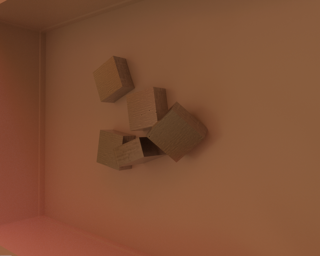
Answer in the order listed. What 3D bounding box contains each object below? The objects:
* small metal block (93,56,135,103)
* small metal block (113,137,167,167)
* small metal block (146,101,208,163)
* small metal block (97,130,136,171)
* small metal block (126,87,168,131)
[{"bbox_3d":[-0.070,-0.071,0.462,0.050,0.025,0.050,-29,72,36],"label":"small metal block"},{"bbox_3d":[-0.025,0.031,0.409,0.050,0.050,0.025,-24,75,37],"label":"small metal block"},{"bbox_3d":[0.020,0.005,0.374,0.050,0.025,0.050,41,120,-5],"label":"small metal block"},{"bbox_3d":[-0.065,0.031,0.458,0.050,0.025,0.050,12,98,39],"label":"small metal block"},{"bbox_3d":[-0.017,-0.024,0.419,0.050,0.025,0.050,-12,83,39],"label":"small metal block"}]
